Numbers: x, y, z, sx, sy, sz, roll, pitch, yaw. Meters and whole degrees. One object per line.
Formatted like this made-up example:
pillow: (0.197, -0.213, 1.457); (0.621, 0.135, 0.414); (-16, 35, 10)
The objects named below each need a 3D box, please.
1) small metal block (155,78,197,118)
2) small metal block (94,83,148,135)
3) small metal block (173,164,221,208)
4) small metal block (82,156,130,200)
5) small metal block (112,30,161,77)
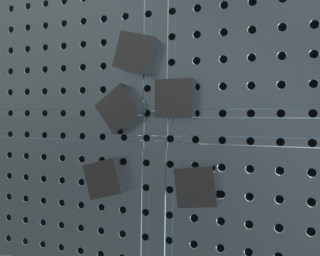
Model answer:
small metal block: (0.021, -0.038, 0.406); (0.050, 0.025, 0.050); (1, 90, 20)
small metal block: (-0.054, -0.026, 0.432); (0.050, 0.025, 0.050); (-38, 78, 16)
small metal block: (0.048, 0.074, 0.396); (0.050, 0.025, 0.050); (-7, 88, 20)
small metal block: (-0.077, 0.071, 0.440); (0.050, 0.025, 0.050); (-16, 85, 19)
small metal block: (-0.032, -0.102, 0.424); (0.050, 0.025, 0.050); (16, 95, 19)
